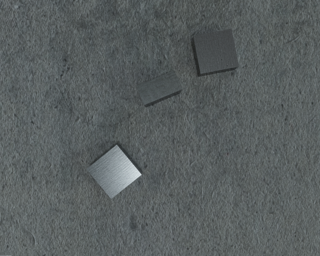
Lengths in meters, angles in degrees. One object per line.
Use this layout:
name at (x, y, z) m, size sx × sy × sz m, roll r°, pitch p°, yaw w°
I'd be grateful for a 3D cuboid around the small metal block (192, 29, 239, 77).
small metal block at (0.072, -0.099, 0.410) m, size 0.050 × 0.025 × 0.050 m, roll -11°, pitch 90°, yaw 0°

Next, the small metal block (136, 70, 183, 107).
small metal block at (-0.001, -0.049, 0.397) m, size 0.050 × 0.050 × 0.025 m, roll -23°, pitch 90°, yaw 0°

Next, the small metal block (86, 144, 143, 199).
small metal block at (-0.059, 0.056, 0.409) m, size 0.050 × 0.025 × 0.050 m, roll -39°, pitch 90°, yaw 0°
